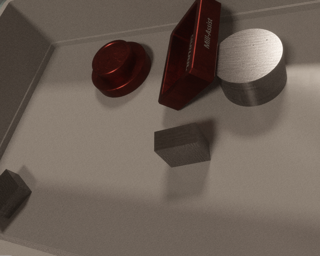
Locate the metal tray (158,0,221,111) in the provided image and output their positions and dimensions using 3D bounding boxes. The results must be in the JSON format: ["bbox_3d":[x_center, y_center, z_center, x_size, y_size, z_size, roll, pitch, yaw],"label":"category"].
[{"bbox_3d":[0.039,-0.098,0.408,0.090,0.030,0.130,-40,35,56],"label":"metal tray"}]

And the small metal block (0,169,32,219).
[{"bbox_3d":[-0.228,0.098,0.463,0.050,0.025,0.050,32,79,37],"label":"small metal block"}]

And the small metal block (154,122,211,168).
[{"bbox_3d":[0.027,0.021,0.362,0.050,0.050,0.025,-13,57,20],"label":"small metal block"}]

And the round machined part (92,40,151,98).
[{"bbox_3d":[-0.067,-0.100,0.490,0.098,0.042,0.098,-13,56,20],"label":"round machined part"}]

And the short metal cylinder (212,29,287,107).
[{"bbox_3d":[0.109,-0.073,0.377,0.080,0.050,0.080,-13,56,20],"label":"short metal cylinder"}]
